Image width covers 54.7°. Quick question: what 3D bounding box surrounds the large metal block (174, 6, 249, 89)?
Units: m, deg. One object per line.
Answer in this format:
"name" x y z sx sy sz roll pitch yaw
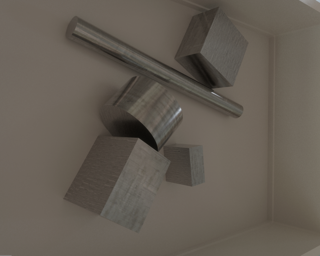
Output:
"large metal block" 0.078 -0.115 0.458 0.080 0.050 0.080 36 68 -35

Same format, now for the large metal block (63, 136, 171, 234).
"large metal block" -0.047 0.056 0.333 0.050 0.080 0.080 39 66 -34

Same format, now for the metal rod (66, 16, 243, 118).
"metal rod" 0.017 -0.068 0.422 0.302 0.025 0.025 20 78 -39

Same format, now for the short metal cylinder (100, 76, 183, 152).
"short metal cylinder" -0.021 -0.012 0.355 0.050 0.080 0.080 -51 120 -28

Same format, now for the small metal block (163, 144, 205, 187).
"small metal block" 0.032 0.049 0.420 0.025 0.050 0.050 -8 95 -40
